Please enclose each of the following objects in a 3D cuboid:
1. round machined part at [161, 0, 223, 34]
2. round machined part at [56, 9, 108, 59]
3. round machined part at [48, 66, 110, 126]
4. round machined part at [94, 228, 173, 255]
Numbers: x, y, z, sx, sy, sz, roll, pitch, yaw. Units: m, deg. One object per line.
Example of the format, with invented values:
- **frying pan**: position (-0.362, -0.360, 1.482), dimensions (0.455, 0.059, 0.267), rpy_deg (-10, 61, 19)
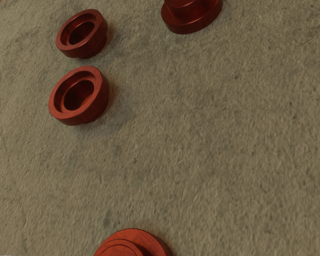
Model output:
- **round machined part**: position (0.046, -0.200, 0.491), dimensions (0.098, 0.042, 0.098), rpy_deg (-13, 56, 20)
- **round machined part**: position (-0.136, -0.165, 0.563), dimensions (0.098, 0.042, 0.098), rpy_deg (-13, 56, 20)
- **round machined part**: position (-0.120, -0.046, 0.482), dimensions (0.098, 0.042, 0.098), rpy_deg (-13, 56, 20)
- **round machined part**: position (-0.035, 0.153, 0.317), dimensions (0.098, 0.042, 0.098), rpy_deg (-13, 56, 20)
